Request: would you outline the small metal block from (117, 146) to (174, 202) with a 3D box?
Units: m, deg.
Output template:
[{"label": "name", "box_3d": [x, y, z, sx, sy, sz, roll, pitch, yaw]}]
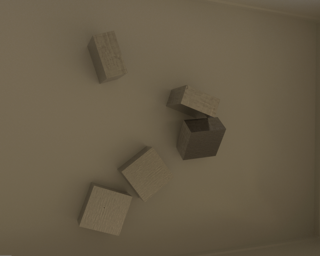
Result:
[{"label": "small metal block", "box_3d": [-0.018, 0.059, 0.404, 0.050, 0.025, 0.050, -38, 102, -16]}]

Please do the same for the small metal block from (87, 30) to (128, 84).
[{"label": "small metal block", "box_3d": [-0.064, -0.083, 0.373, 0.025, 0.050, 0.050, -20, 97, -19]}]

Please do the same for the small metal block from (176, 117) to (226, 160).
[{"label": "small metal block", "box_3d": [0.054, 0.014, 0.416, 0.050, 0.025, 0.050, -5, 132, -20]}]

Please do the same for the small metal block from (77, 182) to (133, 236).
[{"label": "small metal block", "box_3d": [-0.069, 0.100, 0.385, 0.050, 0.025, 0.050, 21, 83, -19]}]

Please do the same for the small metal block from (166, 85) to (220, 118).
[{"label": "small metal block", "box_3d": [0.043, -0.033, 0.413, 0.050, 0.050, 0.025, 21, 83, -19]}]
